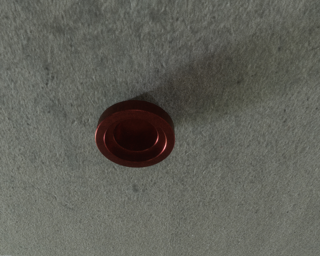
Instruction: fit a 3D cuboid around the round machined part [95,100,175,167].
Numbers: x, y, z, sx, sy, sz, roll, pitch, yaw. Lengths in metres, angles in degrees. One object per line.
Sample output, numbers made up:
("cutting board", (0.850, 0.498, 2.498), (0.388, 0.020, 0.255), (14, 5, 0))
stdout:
("round machined part", (-0.031, 0.003, 0.398), (0.099, 0.042, 0.097), (-1, 130, 0))
